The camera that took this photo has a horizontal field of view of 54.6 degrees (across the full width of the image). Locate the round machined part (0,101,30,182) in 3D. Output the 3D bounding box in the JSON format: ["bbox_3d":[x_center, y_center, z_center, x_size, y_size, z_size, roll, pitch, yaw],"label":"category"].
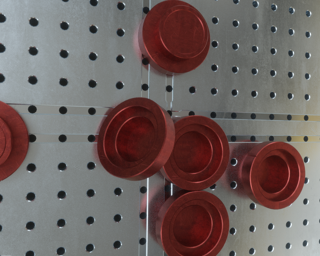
[{"bbox_3d":[-0.194,0.015,0.332,0.099,0.042,0.097,0,90,-20],"label":"round machined part"}]

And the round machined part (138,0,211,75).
[{"bbox_3d":[0.024,-0.122,0.412,0.099,0.042,0.097,0,90,-20],"label":"round machined part"}]

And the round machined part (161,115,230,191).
[{"bbox_3d":[0.040,0.032,0.418,0.099,0.042,0.097,0,90,-20],"label":"round machined part"}]

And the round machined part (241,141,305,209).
[{"bbox_3d":[0.163,0.068,0.463,0.099,0.042,0.097,0,90,-20],"label":"round machined part"}]

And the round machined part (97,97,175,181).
[{"bbox_3d":[-0.024,0.015,0.375,0.042,0.098,0.098,32,77,-54],"label":"round machined part"}]

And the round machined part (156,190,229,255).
[{"bbox_3d":[0.040,0.130,0.418,0.099,0.042,0.097,0,90,-20],"label":"round machined part"}]
